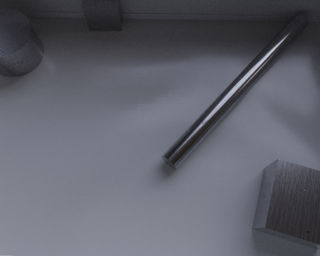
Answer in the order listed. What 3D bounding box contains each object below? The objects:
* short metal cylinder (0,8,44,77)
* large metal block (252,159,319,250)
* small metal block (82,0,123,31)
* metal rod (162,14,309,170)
[{"bbox_3d":[-0.213,-0.120,0.437,0.081,0.050,0.080,0,70,0],"label":"short metal cylinder"},{"bbox_3d":[0.163,0.091,0.365,0.080,0.050,0.080,17,71,5],"label":"large metal block"},{"bbox_3d":[-0.084,-0.170,0.458,0.050,0.050,0.025,1,70,0],"label":"small metal block"},{"bbox_3d":[0.113,-0.059,0.432,0.025,0.025,0.301,41,75,13],"label":"metal rod"}]
